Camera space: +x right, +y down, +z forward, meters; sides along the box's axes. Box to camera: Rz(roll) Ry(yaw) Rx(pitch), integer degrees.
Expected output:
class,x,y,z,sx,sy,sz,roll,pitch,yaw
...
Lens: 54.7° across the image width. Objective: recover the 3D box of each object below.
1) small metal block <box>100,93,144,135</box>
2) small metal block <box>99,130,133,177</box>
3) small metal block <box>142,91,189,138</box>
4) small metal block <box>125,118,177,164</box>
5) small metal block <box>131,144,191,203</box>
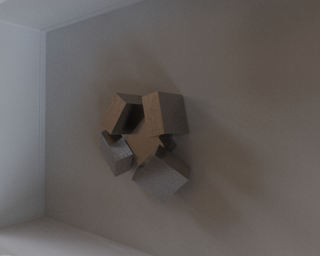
class,x,y,z,sx,sy,sz,roll,pitch,yaw
small metal block,-0.045,-0.019,0.423,0.025,0.050,0.050,44,116,31
small metal block,-0.063,0.034,0.439,0.050,0.025,0.050,56,155,24
small metal block,0.007,-0.015,0.380,0.025,0.050,0.050,-14,81,38
small metal block,-0.014,0.021,0.413,0.050,0.025,0.050,-49,61,28
small metal block,0.002,0.057,0.384,0.050,0.025,0.050,38,119,-8
